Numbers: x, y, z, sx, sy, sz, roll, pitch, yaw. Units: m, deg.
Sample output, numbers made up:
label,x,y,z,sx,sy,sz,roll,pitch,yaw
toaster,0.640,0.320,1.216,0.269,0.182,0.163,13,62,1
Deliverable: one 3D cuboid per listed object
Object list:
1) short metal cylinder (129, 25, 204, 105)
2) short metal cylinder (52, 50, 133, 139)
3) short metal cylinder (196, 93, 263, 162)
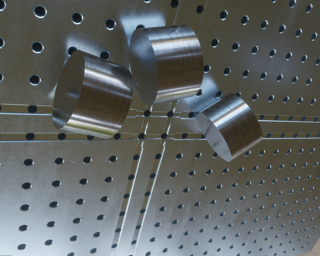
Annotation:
label,x,y,z,sx,sy,sz,roll,pitch,yaw
short metal cylinder,0.004,-0.069,0.335,0.050,0.080,0.079,-13,124,-21
short metal cylinder,-0.070,-0.033,0.317,0.050,0.080,0.080,15,111,-34
short metal cylinder,0.094,-0.001,0.426,0.050,0.080,0.080,-32,129,-8
